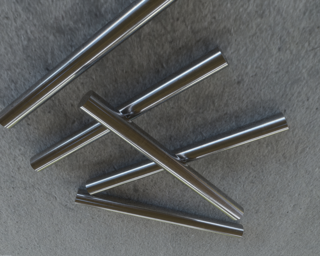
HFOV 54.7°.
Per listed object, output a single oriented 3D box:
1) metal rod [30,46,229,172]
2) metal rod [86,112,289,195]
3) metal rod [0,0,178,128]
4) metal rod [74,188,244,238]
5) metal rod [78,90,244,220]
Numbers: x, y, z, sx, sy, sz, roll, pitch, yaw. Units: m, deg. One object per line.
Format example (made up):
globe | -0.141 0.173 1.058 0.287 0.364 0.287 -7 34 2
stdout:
metal rod | -0.054 -0.014 0.394 0.300 0.025 0.025 -28 125 21
metal rod | 0.027 0.041 0.442 0.301 0.025 0.025 -21 127 16
metal rod | -0.077 -0.081 0.337 0.300 0.025 0.025 -31 124 23
metal rod | 0.006 0.150 0.534 0.302 0.025 0.025 16 128 -14
metal rod | 0.019 0.051 0.416 0.025 0.025 0.301 -35 122 26
